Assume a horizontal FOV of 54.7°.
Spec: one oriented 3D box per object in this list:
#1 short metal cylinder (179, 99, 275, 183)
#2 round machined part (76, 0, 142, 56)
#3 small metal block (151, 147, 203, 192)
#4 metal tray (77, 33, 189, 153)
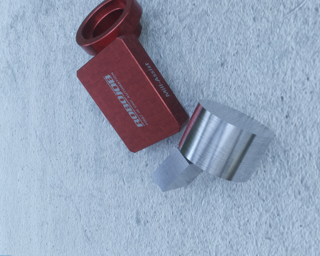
[{"bbox_3d":[0.066,0.011,0.314,0.080,0.081,0.050,36,112,34],"label":"short metal cylinder"},{"bbox_3d":[-0.064,-0.136,0.426,0.098,0.042,0.098,-21,48,25],"label":"round machined part"},{"bbox_3d":[0.027,0.047,0.365,0.050,0.050,0.025,-51,60,28],"label":"small metal block"},{"bbox_3d":[-0.035,-0.040,0.391,0.090,0.030,0.130,-28,101,36],"label":"metal tray"}]
